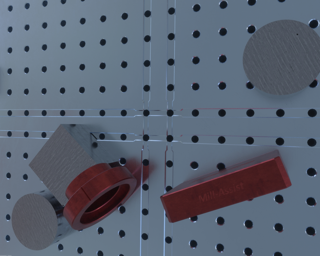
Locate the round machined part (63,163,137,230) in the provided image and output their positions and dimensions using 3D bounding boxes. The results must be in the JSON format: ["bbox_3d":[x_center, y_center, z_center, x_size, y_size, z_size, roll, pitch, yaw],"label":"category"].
[{"bbox_3d":[-0.082,0.083,0.403,0.098,0.098,0.042,-49,67,14],"label":"round machined part"}]

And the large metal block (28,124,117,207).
[{"bbox_3d":[-0.124,0.051,0.443,0.080,0.050,0.080,45,104,14],"label":"large metal block"}]

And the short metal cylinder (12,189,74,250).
[{"bbox_3d":[-0.169,0.132,0.459,0.080,0.050,0.080,0,90,20],"label":"short metal cylinder"}]

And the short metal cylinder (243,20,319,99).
[{"bbox_3d":[0.137,-0.075,0.351,0.080,0.050,0.080,0,90,20],"label":"short metal cylinder"}]

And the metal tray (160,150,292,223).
[{"bbox_3d":[0.076,0.064,0.351,0.130,0.090,0.030,-23,83,18],"label":"metal tray"}]
